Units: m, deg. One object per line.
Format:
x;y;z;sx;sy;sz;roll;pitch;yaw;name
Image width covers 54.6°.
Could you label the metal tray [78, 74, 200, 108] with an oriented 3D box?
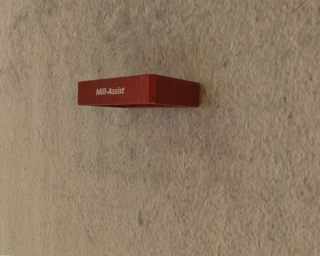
-0.028;-0.042;0.386;0.130;0.091;0.030;2;92;40;metal tray
